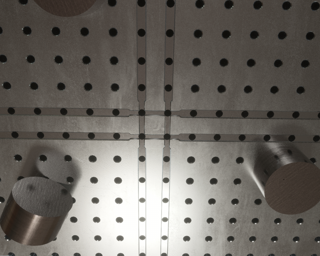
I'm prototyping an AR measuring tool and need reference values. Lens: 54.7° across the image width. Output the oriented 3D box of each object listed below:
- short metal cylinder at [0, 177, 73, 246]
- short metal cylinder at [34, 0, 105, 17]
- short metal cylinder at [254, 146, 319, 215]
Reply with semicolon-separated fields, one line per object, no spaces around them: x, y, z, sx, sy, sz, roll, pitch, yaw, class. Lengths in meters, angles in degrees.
-0.167;0.111;0.423;0.080;0.080;0.050;26;108;-10;short metal cylinder
-0.099;-0.164;0.338;0.081;0.050;0.079;0;110;-1;short metal cylinder
0.177;0.071;0.429;0.081;0.050;0.079;0;110;-1;short metal cylinder
